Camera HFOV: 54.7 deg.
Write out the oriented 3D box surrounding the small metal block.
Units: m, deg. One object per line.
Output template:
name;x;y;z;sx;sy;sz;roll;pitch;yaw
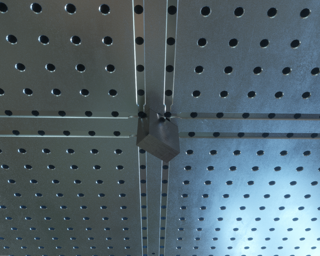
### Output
small metal block;-0.002;0.010;0.404;0.050;0.050;0.025;33;123;-25
